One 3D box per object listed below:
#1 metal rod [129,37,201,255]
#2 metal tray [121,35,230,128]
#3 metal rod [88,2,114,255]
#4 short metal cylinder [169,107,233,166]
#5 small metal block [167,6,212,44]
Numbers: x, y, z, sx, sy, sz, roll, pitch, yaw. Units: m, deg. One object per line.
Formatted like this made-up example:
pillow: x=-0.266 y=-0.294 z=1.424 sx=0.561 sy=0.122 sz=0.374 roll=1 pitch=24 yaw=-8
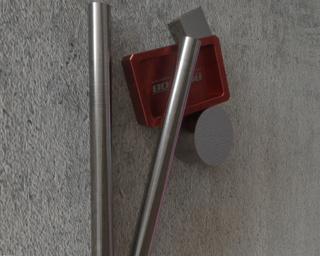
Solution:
metal rod: x=0.002 y=0.041 z=0.372 sx=0.025 sy=0.025 sz=0.298 roll=11 pitch=93 yaw=-40
metal tray: x=0.025 y=-0.062 z=0.401 sx=0.131 sy=0.030 sz=0.089 roll=-20 pitch=104 yaw=-25
metal rod: x=-0.066 y=0.013 z=0.349 sx=0.025 sy=0.025 sz=0.298 roll=-1 pitch=91 yaw=-40
short metal cylinder: x=0.058 y=0.011 z=0.437 sx=0.081 sy=0.050 sz=0.079 roll=0 pitch=91 yaw=-40
small metal block: x=0.045 y=-0.137 z=0.442 sx=0.050 sy=0.025 sz=0.050 roll=-42 pitch=115 yaw=-32
